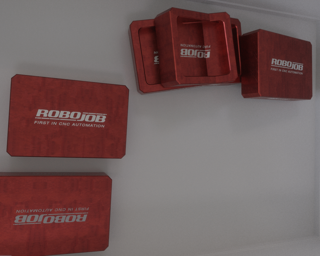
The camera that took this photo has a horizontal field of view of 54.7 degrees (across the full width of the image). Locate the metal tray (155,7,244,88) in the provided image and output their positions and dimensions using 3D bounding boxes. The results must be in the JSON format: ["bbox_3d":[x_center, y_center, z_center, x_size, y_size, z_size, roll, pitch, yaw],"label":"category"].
[{"bbox_3d":[0.057,-0.101,0.407,0.131,0.030,0.089,-8,93,-38],"label":"metal tray"}]

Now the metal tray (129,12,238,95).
[{"bbox_3d":[0.030,-0.097,0.406,0.131,0.030,0.089,-9,93,-9],"label":"metal tray"}]

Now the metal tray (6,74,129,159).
[{"bbox_3d":[-0.106,-0.011,0.369,0.131,0.030,0.089,3,89,-20],"label":"metal tray"}]

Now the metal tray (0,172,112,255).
[{"bbox_3d":[-0.126,0.098,0.362,0.131,0.030,0.089,3,89,-20],"label":"metal tray"}]

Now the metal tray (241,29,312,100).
[{"bbox_3d":[0.174,-0.087,0.455,0.131,0.030,0.089,-1,91,-35],"label":"metal tray"}]
